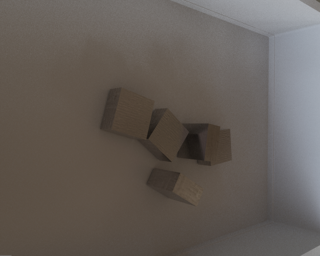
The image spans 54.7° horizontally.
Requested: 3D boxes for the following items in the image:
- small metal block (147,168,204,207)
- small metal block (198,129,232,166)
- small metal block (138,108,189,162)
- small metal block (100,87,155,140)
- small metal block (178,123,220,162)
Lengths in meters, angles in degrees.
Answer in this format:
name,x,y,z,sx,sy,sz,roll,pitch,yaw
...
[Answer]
name,x,y,z,sx,sy,sz,roll,pitch,yaw
small metal block,0.020,0.077,0.406,0.050,0.050,0.025,38,68,-35
small metal block,0.084,0.028,0.477,0.050,0.025,0.050,-7,95,-40
small metal block,0.005,0.009,0.409,0.050,0.025,0.050,46,62,-30
small metal block,-0.038,-0.016,0.373,0.050,0.025,0.050,20,78,-39
small metal block,0.055,0.020,0.436,0.025,0.050,0.050,13,82,-40
